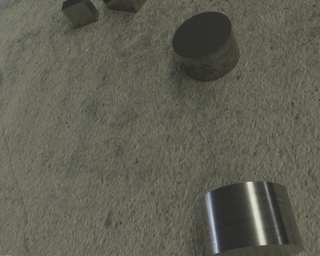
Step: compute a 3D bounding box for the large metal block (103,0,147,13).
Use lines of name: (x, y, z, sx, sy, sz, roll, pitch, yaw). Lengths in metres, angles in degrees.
large metal block: (-0.062, -0.269, 0.586, 0.080, 0.050, 0.080, 23, 74, 36)

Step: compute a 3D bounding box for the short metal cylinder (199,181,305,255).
short metal cylinder: (0.078, 0.086, 0.275, 0.080, 0.080, 0.050, -17, 55, 19)

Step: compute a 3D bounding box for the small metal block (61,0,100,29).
small metal block: (-0.156, -0.230, 0.611, 0.050, 0.050, 0.025, -13, 56, 21)

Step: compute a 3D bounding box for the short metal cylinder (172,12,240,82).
short metal cylinder: (0.063, -0.110, 0.422, 0.080, 0.050, 0.080, -13, 56, 21)
